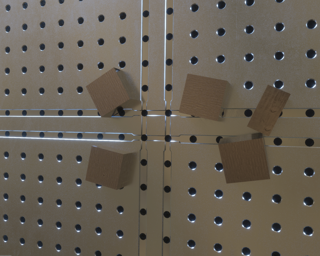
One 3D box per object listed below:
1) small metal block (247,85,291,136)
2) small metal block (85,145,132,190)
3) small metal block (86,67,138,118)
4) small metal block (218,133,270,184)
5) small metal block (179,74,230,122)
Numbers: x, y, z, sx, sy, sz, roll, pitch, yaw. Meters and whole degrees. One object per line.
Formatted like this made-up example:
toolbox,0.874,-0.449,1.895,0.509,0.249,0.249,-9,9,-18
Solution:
small metal block,0.125,-0.019,0.355,0.025,0.050,0.050,27,99,18
small metal block,-0.073,0.054,0.437,0.050,0.025,0.050,13,94,19
small metal block,-0.068,-0.049,0.435,0.050,0.025,0.050,-31,80,17
small metal block,0.101,0.036,0.371,0.050,0.025,0.050,-10,101,19
small metal block,0.056,-0.038,0.392,0.050,0.025,0.050,14,95,19
